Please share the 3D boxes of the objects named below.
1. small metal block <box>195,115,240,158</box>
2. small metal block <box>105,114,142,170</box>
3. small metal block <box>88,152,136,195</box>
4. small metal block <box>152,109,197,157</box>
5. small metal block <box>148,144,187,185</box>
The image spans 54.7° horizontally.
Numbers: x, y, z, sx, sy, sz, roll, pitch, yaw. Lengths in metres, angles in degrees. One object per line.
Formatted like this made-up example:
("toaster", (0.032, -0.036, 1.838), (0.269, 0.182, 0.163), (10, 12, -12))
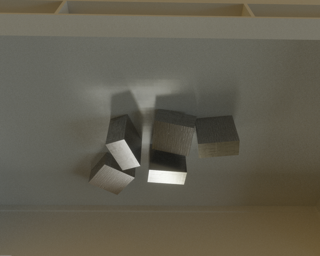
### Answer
("small metal block", (0.073, 0.011, 0.402), (0.050, 0.050, 0.025), (-5, 130, 3))
("small metal block", (-0.046, 0.019, 0.408), (0.025, 0.050, 0.050), (-16, 129, 13))
("small metal block", (-0.072, 0.070, 0.467), (0.050, 0.025, 0.050), (28, 125, -22))
("small metal block", (0.018, 0.006, 0.408), (0.050, 0.025, 0.050), (11, 131, 7))
("small metal block", (0.009, 0.050, 0.435), (0.050, 0.050, 0.025), (5, 130, -4))
